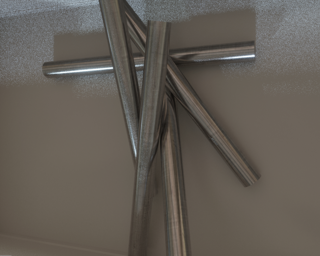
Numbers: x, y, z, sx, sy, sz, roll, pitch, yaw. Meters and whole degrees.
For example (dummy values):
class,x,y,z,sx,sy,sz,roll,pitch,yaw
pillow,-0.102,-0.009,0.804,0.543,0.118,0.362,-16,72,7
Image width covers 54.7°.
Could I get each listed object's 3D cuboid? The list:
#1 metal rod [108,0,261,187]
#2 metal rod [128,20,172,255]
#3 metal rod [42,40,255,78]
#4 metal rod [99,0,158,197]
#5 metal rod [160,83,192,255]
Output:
class,x,y,z,sx,sy,sz,roll,pitch,yaw
metal rod,0.021,-0.056,0.380,0.025,0.025,0.299,-38,87,16
metal rod,-0.015,0.030,0.367,0.025,0.025,0.298,13,110,19
metal rod,-0.028,-0.090,0.420,0.301,0.025,0.025,-1,90,19
metal rod,-0.037,-0.048,0.361,0.025,0.025,0.298,-1,114,20
metal rod,0.015,0.068,0.337,0.025,0.025,0.299,-15,59,19
